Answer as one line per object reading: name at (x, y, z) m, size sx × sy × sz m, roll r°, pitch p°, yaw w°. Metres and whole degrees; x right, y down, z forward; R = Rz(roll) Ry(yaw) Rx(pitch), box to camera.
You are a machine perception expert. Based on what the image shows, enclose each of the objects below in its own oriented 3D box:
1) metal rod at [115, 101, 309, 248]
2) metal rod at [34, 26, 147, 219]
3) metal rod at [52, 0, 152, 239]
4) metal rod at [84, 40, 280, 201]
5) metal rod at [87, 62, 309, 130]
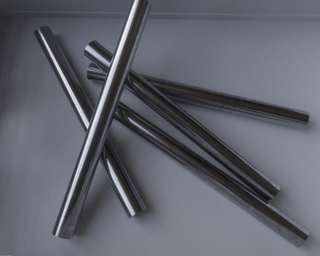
metal rod at (0.045, 0.046, 0.392) m, size 0.300 × 0.025 × 0.025 m, roll 34°, pitch 74°, yaw 11°
metal rod at (-0.100, -0.020, 0.415) m, size 0.025 × 0.025 × 0.299 m, roll -28°, pitch 73°, yaw -10°
metal rod at (-0.068, -0.016, 0.377) m, size 0.025 × 0.025 × 0.299 m, roll 18°, pitch 85°, yaw 6°
metal rod at (0.023, -0.013, 0.398) m, size 0.300 × 0.025 × 0.025 m, roll 39°, pitch 75°, yaw 6°
metal rod at (0.048, -0.045, 0.426) m, size 0.301 × 0.025 × 0.025 m, roll 14°, pitch 71°, yaw 5°
